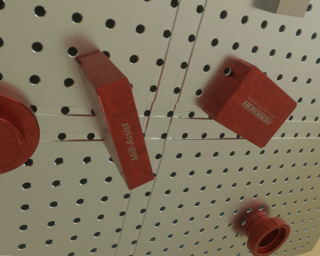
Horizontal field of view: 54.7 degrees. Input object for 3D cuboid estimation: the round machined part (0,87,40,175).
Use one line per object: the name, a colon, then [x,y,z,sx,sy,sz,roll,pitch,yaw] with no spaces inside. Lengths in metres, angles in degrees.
round machined part: [-0.173,0.010,0.311,0.099,0.042,0.097,-14,124,-21]

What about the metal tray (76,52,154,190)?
metal tray: [-0.048,-0.007,0.338,0.030,0.090,0.129,-23,127,-15]

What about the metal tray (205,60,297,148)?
metal tray: [0.139,-0.031,0.464,0.131,0.030,0.090,26,104,-37]

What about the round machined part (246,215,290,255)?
round machined part: [0.225,0.227,0.663,0.099,0.042,0.097,-14,124,-21]

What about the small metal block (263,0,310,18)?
small metal block: [0.166,-0.171,0.396,0.050,0.025,0.050,-4,120,-27]
